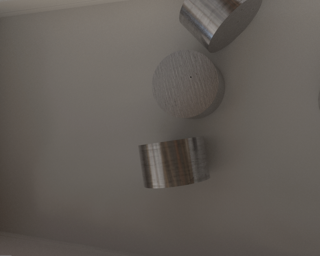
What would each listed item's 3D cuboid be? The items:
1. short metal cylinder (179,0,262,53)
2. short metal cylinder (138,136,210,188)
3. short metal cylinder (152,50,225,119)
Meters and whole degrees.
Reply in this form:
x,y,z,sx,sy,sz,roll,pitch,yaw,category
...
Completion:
x,y,z,sx,sy,sz,roll,pitch,yaw,category
0.069,-0.134,0.357,0.080,0.080,0.050,-44,76,15,short metal cylinder
0.017,0.040,0.375,0.080,0.080,0.050,-9,87,20,short metal cylinder
0.037,-0.051,0.384,0.080,0.050,0.080,0,90,20,short metal cylinder
